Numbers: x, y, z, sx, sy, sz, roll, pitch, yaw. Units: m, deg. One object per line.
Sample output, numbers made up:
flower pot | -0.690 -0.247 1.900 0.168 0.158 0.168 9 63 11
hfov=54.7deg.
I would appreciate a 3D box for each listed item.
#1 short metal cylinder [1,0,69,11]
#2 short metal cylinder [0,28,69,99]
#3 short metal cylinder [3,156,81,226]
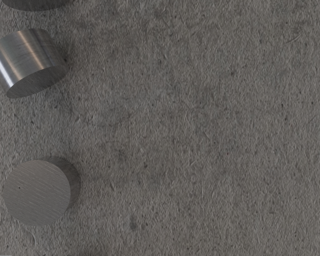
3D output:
short metal cylinder | -0.156 -0.184 0.381 0.080 0.080 0.050 -11 90 0
short metal cylinder | -0.161 -0.078 0.381 0.080 0.080 0.050 -30 90 0
short metal cylinder | -0.148 0.078 0.396 0.081 0.050 0.080 0 90 0
